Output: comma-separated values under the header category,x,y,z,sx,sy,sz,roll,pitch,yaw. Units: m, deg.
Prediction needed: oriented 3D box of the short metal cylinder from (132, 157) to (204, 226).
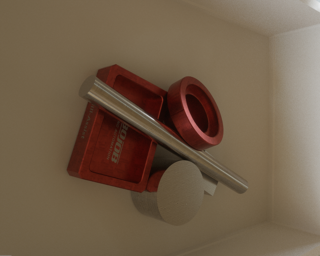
category,x,y,z,sx,sy,sz,roll,pitch,yaw
short metal cylinder,0.011,0.079,0.399,0.081,0.050,0.079,0,90,-40

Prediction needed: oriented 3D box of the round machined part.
category,x,y,z,sx,sy,sz,roll,pitch,yaw
round machined part,0.040,-0.016,0.413,0.098,0.042,0.098,32,45,-39

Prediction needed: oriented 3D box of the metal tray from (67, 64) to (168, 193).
category,x,y,z,sx,sy,sz,roll,pitch,yaw
metal tray,-0.044,0.003,0.364,0.090,0.030,0.130,24,75,-38

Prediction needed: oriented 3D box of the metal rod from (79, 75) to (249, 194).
category,x,y,z,sx,sy,sz,roll,pitch,yaw
metal rod,0.028,0.025,0.393,0.301,0.025,0.025,34,69,-38

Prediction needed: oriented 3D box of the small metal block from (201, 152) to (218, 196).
category,x,y,z,sx,sy,sz,roll,pitch,yaw
small metal block,0.064,0.066,0.460,0.050,0.025,0.050,39,66,-34
